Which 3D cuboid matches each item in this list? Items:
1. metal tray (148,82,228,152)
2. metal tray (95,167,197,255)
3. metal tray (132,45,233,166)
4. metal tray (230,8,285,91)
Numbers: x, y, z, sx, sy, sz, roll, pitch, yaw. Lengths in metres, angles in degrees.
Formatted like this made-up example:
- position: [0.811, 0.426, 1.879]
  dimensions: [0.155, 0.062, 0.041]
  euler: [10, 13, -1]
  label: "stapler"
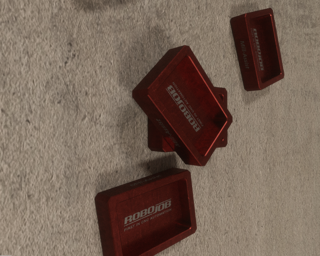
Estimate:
- position: [0.043, -0.015, 0.440]
  dimensions: [0.131, 0.030, 0.089]
  euler: [-1, 91, -40]
  label: "metal tray"
- position: [-0.012, 0.110, 0.393]
  dimensions: [0.131, 0.030, 0.089]
  euler: [-12, 98, -40]
  label: "metal tray"
- position: [0.034, -0.026, 0.392]
  dimensions: [0.130, 0.030, 0.090]
  euler: [52, 59, -28]
  label: "metal tray"
- position: [0.176, -0.140, 0.551]
  dimensions: [0.091, 0.030, 0.129]
  euler: [-26, 107, -37]
  label: "metal tray"
